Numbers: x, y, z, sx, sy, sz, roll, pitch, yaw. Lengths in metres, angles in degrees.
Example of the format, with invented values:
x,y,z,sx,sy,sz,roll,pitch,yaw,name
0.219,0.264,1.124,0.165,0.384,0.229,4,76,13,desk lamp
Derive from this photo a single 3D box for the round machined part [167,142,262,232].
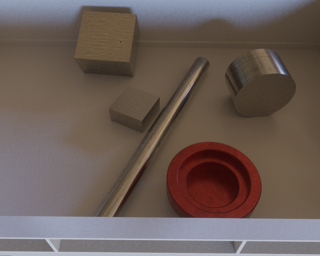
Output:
x,y,z,sx,sy,sz,roll,pitch,yaw,name
0.056,0.066,0.339,0.099,0.042,0.098,0,50,0,round machined part

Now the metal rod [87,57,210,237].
x,y,z,sx,sy,sz,roll,pitch,yaw,name
0.002,0.001,0.403,0.025,0.025,0.301,21,53,16,metal rod

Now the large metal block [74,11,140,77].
x,y,z,sx,sy,sz,roll,pitch,yaw,name
-0.078,-0.129,0.477,0.080,0.050,0.080,5,75,4,large metal block

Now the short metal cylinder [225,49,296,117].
x,y,z,sx,sy,sz,roll,pitch,yaw,name
0.134,-0.060,0.421,0.081,0.080,0.050,-5,50,-5,short metal cylinder

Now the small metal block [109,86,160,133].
x,y,z,sx,sy,sz,roll,pitch,yaw,name
-0.034,-0.027,0.427,0.050,0.025,0.050,22,53,17,small metal block
